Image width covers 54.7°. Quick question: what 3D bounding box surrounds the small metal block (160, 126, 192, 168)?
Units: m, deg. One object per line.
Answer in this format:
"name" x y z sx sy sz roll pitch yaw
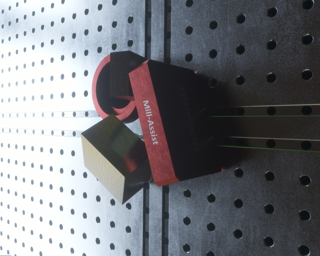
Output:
"small metal block" 0.015 0.025 0.389 0.050 0.025 0.050 19 107 49

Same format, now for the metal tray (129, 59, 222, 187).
"metal tray" 0.019 -0.006 0.349 0.030 0.091 0.129 -23 76 38

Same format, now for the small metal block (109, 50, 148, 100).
"small metal block" -0.034 -0.060 0.366 0.025 0.050 0.050 0 89 26

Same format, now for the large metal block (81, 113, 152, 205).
"large metal block" -0.056 0.042 0.408 0.080 0.050 0.080 41 147 20

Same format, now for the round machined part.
"round machined part" -0.048 -0.055 0.436 0.098 0.042 0.097 0 90 39
